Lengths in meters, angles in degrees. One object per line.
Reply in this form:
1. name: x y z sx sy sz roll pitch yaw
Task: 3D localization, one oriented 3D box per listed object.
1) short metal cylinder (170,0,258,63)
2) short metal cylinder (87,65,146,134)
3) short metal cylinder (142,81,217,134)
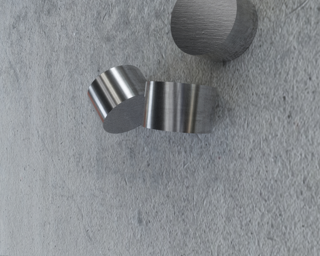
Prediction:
1. short metal cylinder: 0.059 -0.116 0.340 0.080 0.050 0.080 0 90 40
2. short metal cylinder: -0.048 -0.037 0.409 0.080 0.081 0.050 -46 63 30
3. short metal cylinder: 0.021 -0.024 0.352 0.080 0.081 0.050 9 96 39
